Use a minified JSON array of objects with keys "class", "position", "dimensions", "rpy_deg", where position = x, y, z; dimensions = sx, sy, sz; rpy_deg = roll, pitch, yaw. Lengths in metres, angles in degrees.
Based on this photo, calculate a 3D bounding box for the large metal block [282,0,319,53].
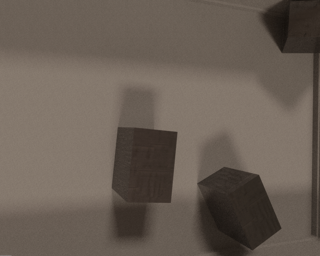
[{"class":"large metal block","position":[0.226,-0.144,0.450],"dimensions":[0.080,0.080,0.050],"rpy_deg":[4,89,16]}]

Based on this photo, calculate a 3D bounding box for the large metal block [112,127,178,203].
[{"class":"large metal block","position":[-0.021,0.041,0.374],"dimensions":[0.050,0.080,0.080],"rpy_deg":[6,88,-20]}]

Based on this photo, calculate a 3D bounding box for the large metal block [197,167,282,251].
[{"class":"large metal block","position":[0.105,0.105,0.422],"dimensions":[0.050,0.080,0.080],"rpy_deg":[-28,100,-18]}]
